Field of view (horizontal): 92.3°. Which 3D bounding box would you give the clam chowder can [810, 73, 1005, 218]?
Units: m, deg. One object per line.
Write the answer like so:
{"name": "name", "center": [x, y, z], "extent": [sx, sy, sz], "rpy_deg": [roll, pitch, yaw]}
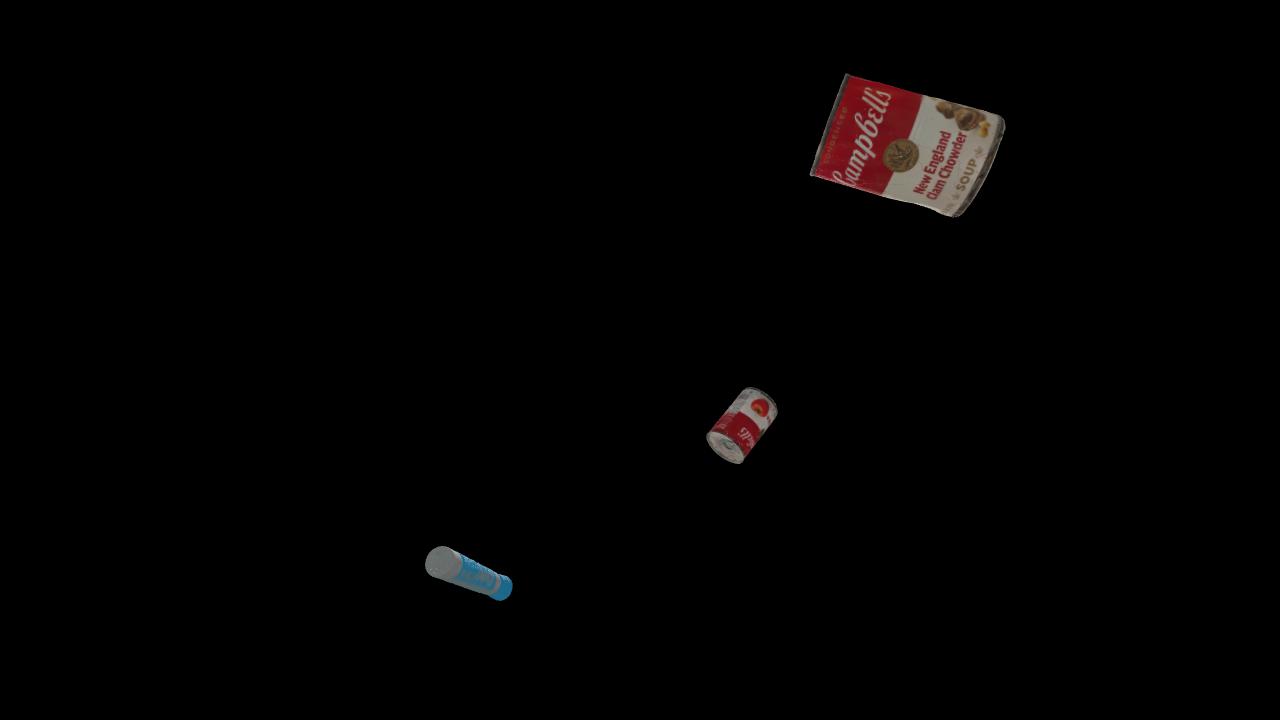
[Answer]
{"name": "clam chowder can", "center": [0.173, -0.141, 0.408], "extent": [0.102, 0.068, 0.068], "rpy_deg": [20, 4, 10]}

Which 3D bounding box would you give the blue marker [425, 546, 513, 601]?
{"name": "blue marker", "center": [-0.115, 0.152, 0.429], "extent": [0.020, 0.020, 0.121], "rpy_deg": [0, -28, 8]}

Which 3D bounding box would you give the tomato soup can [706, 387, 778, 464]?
{"name": "tomato soup can", "center": [0.157, 0.098, 0.937], "extent": [0.101, 0.068, 0.068], "rpy_deg": [-46, 26, -27]}
